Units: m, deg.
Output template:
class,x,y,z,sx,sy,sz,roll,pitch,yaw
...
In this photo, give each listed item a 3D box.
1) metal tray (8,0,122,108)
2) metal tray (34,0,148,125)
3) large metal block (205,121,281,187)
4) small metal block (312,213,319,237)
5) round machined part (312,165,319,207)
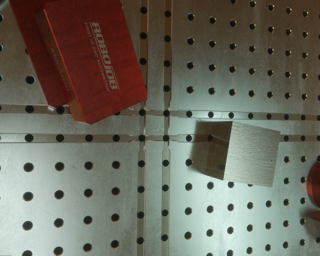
class,x,y,z,sx,sy,sz,roll,pitch,yaw
metal tray,-0.110,-0.098,0.370,0.091,0.030,0.129,-21,97,-19
metal tray,-0.073,-0.080,0.354,0.091,0.030,0.129,-29,112,-34
large metal block,0.118,0.037,0.445,0.081,0.050,0.080,11,86,-20
small metal block,0.288,0.171,0.509,0.025,0.050,0.050,-28,100,-18
round machined part,0.310,0.099,0.521,0.099,0.042,0.097,0,90,-21
